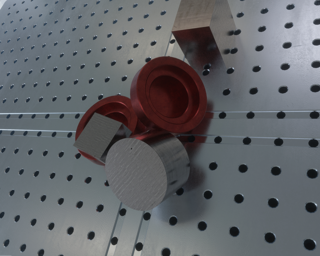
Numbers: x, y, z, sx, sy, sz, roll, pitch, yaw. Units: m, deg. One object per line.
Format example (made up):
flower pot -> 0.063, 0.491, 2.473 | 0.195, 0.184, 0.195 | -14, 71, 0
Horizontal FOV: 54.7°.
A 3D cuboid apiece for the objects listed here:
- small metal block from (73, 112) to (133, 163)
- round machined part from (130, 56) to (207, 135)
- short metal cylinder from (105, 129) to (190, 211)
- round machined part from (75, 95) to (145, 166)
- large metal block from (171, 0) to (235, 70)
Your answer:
small metal block -> -0.071, 0.014, 0.383 | 0.050, 0.025, 0.050 | 20, 72, 35
round machined part -> 0.008, -0.037, 0.393 | 0.042, 0.098, 0.098 | -25, 42, 59
short metal cylinder -> -0.014, 0.045, 0.347 | 0.080, 0.050, 0.079 | 7, 104, 31
round machined part -> -0.063, 0.007, 0.427 | 0.098, 0.042, 0.098 | -13, 56, 21
large metal block -> 0.063, -0.137, 0.424 | 0.050, 0.080, 0.080 | 2, 63, 29
